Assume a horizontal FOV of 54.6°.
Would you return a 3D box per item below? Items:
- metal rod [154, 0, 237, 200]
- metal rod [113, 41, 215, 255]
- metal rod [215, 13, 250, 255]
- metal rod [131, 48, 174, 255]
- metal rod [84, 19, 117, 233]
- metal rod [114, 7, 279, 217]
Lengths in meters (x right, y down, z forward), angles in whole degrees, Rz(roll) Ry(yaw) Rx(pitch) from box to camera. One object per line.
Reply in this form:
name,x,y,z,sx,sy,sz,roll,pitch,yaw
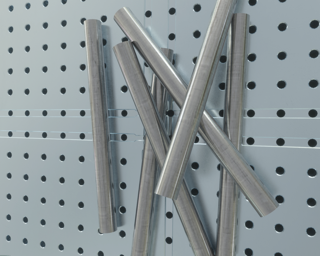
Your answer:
metal rod,0.052,-0.068,0.353,0.025,0.025,0.299,15,79,19
metal rod,0.007,0.036,0.389,0.025,0.025,0.299,-21,91,19
metal rod,0.089,0.013,0.381,0.025,0.025,0.298,3,91,20
metal rod,-0.012,0.045,0.417,0.025,0.025,0.298,8,93,20
metal rod,-0.085,-0.004,0.443,0.025,0.025,0.298,-5,88,20
metal rod,0.036,-0.028,0.372,0.025,0.025,0.299,-39,78,16
